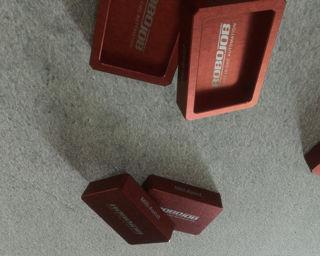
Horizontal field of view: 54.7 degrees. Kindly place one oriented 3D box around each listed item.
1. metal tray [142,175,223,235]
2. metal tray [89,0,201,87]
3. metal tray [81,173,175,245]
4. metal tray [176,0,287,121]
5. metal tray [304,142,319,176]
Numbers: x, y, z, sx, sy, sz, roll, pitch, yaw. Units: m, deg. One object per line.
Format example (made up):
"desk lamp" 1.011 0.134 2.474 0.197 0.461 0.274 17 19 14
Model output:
"metal tray" 0.026 0.131 0.516 0.131 0.030 0.089 18 128 -16
"metal tray" -0.015 -0.111 0.309 0.091 0.030 0.129 12 129 -11
"metal tray" -0.049 0.131 0.486 0.090 0.030 0.130 -20 119 35
"metal tray" 0.066 -0.071 0.320 0.091 0.030 0.129 -13 137 -12
"metal tray" 0.291 0.044 0.446 0.131 0.030 0.089 20 127 -17
